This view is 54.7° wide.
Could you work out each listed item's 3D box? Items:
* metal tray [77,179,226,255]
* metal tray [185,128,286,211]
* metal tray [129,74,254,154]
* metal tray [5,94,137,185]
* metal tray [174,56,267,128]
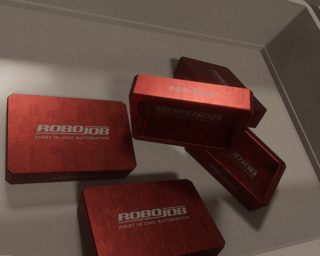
[{"bbox_3d":[-0.010,0.100,0.317,0.131,0.030,0.090,1,40,-28],"label":"metal tray"},{"bbox_3d":[0.109,0.040,0.438,0.130,0.030,0.090,44,51,2],"label":"metal tray"},{"bbox_3d":[0.033,-0.013,0.362,0.131,0.090,0.030,8,55,3],"label":"metal tray"},{"bbox_3d":[-0.098,0.012,0.344,0.131,0.030,0.090,2,61,-28],"label":"metal tray"},{"bbox_3d":[0.083,-0.055,0.450,0.091,0.030,0.130,8,34,-25],"label":"metal tray"}]
